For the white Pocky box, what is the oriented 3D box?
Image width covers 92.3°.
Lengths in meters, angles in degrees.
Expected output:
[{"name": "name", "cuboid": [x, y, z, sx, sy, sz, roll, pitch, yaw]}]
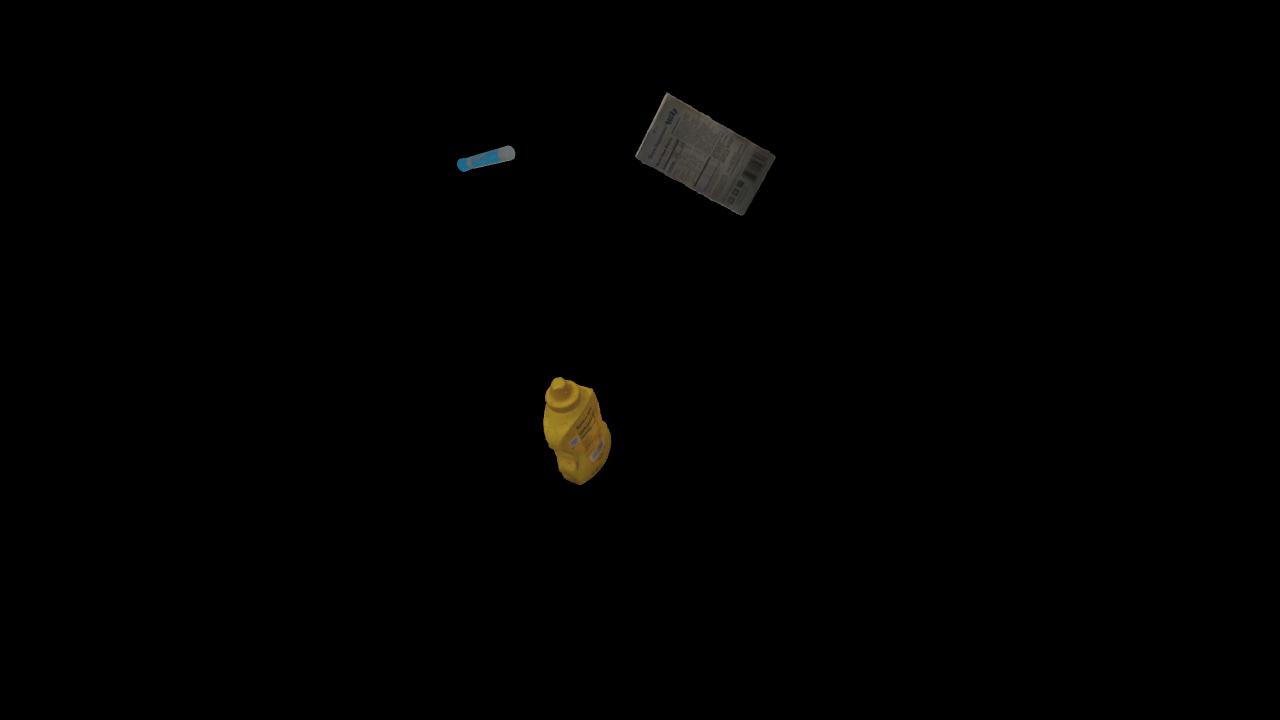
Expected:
[{"name": "white Pocky box", "cuboid": [0.080, -0.249, 0.753, 0.154, 0.084, 0.028, 24, 19, -14]}]

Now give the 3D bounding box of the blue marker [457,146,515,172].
[{"name": "blue marker", "cuboid": [-0.215, -0.276, 0.849, 0.121, 0.020, 0.020, 5, 4, 42]}]

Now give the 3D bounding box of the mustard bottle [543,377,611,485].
[{"name": "mustard bottle", "cuboid": [-0.083, 0.081, 0.787, 0.054, 0.092, 0.184, 24, -29, 25]}]
